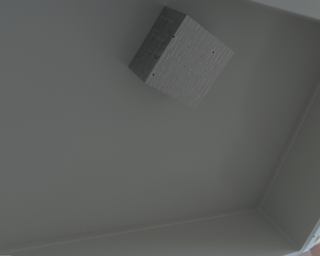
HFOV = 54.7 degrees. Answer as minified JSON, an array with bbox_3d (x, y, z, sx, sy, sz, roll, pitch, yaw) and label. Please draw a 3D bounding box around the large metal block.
[{"bbox_3d":[0.024,-0.079,0.358,0.080,0.050,0.080,24,105,-37],"label":"large metal block"}]
